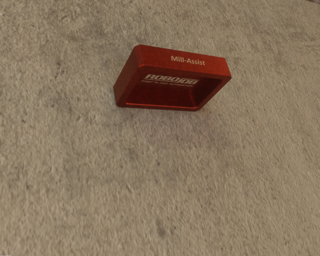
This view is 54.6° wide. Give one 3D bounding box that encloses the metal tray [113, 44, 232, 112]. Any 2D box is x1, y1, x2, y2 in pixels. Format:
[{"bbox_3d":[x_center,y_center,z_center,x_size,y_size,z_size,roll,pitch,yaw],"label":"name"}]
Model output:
[{"bbox_3d":[0.015,-0.060,0.405,0.131,0.090,0.030,2,61,-27],"label":"metal tray"}]
